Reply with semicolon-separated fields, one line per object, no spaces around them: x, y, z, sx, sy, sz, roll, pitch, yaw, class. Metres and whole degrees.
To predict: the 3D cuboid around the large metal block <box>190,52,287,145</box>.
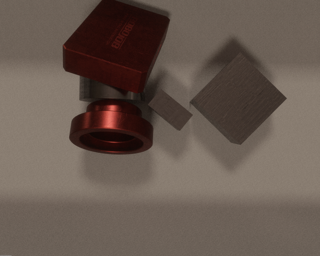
0.097;-0.036;0.400;0.080;0.050;0.080;45;90;-1;large metal block

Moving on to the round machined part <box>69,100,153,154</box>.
-0.057;-0.002;0.378;0.099;0.098;0.042;2;68;-1;round machined part

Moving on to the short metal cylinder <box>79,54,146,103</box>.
-0.058;-0.058;0.383;0.081;0.080;0.050;1;90;-1;short metal cylinder

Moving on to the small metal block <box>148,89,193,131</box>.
0.013;-0.022;0.399;0.050;0.050;0.025;39;90;-1;small metal block

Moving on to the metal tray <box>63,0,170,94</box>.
-0.046;-0.103;0.367;0.090;0.030;0.130;18;46;0;metal tray
